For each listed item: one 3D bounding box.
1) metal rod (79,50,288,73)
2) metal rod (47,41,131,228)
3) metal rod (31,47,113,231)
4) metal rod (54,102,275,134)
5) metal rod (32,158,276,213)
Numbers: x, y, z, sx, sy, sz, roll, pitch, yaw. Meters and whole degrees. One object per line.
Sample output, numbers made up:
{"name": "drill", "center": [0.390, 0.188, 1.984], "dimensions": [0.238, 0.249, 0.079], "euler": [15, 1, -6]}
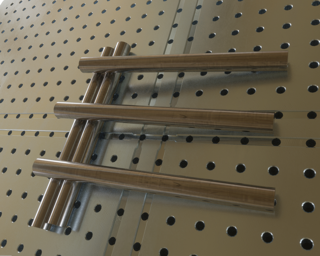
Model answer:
{"name": "metal rod", "center": [0.017, -0.091, 0.435], "dimensions": [0.301, 0.025, 0.025], "euler": [4, 63, 22]}
{"name": "metal rod", "center": [-0.097, -0.006, 0.460], "dimensions": [0.025, 0.025, 0.300], "euler": [1, 62, 28]}
{"name": "metal rod", "center": [-0.121, 0.001, 0.468], "dimensions": [0.025, 0.025, 0.300], "euler": [1, 62, 28]}
{"name": "metal rod", "center": [-0.011, -0.016, 0.403], "dimensions": [0.301, 0.025, 0.025], "euler": [4, 64, 23]}
{"name": "metal rod", "center": [-0.025, 0.062, 0.363], "dimensions": [0.301, 0.025, 0.025], "euler": [4, 64, 22]}
